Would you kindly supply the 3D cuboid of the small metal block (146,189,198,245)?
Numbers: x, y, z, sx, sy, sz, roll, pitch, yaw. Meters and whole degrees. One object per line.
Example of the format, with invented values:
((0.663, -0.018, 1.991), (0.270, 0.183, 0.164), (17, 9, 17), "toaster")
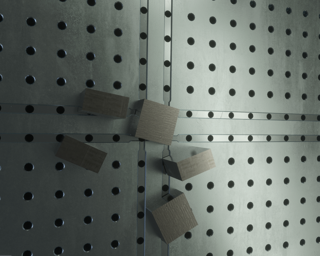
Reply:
((0.016, 0.119, 0.420), (0.050, 0.025, 0.050), (-27, 99, -18), "small metal block")

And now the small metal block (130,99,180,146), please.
((-0.007, -0.007, 0.411), (0.050, 0.025, 0.050), (16, 85, -20), "small metal block")

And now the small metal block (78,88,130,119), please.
((-0.069, -0.028, 0.374), (0.050, 0.050, 0.025), (11, 87, -20), "small metal block")

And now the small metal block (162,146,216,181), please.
((0.038, 0.046, 0.415), (0.050, 0.050, 0.025), (-20, 97, -19), "small metal block")

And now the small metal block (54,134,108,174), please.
((-0.095, 0.029, 0.365), (0.050, 0.050, 0.025), (27, 81, -19), "small metal block")
